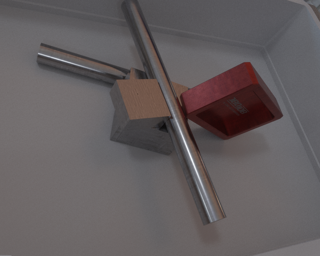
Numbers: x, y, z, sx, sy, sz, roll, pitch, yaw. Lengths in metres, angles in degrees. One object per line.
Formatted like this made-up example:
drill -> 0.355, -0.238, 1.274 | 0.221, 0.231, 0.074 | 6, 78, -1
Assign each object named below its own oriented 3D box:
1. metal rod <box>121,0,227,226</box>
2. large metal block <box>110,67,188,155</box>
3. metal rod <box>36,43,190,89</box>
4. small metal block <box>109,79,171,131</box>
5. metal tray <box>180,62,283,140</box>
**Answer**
metal rod -> 0.007, -0.036, 0.367 | 0.025, 0.025, 0.299 | -7, 65, -32
large metal block -> -0.012, -0.020, 0.395 | 0.081, 0.050, 0.080 | 17, 55, -19
metal rod -> -0.012, -0.060, 0.436 | 0.302, 0.025, 0.025 | 14, 56, -21
small metal block -> -0.022, -0.027, 0.345 | 0.050, 0.025, 0.050 | -7, 65, -32
metal tray -> 0.096, -0.027, 0.398 | 0.130, 0.090, 0.030 | 25, 46, -54
